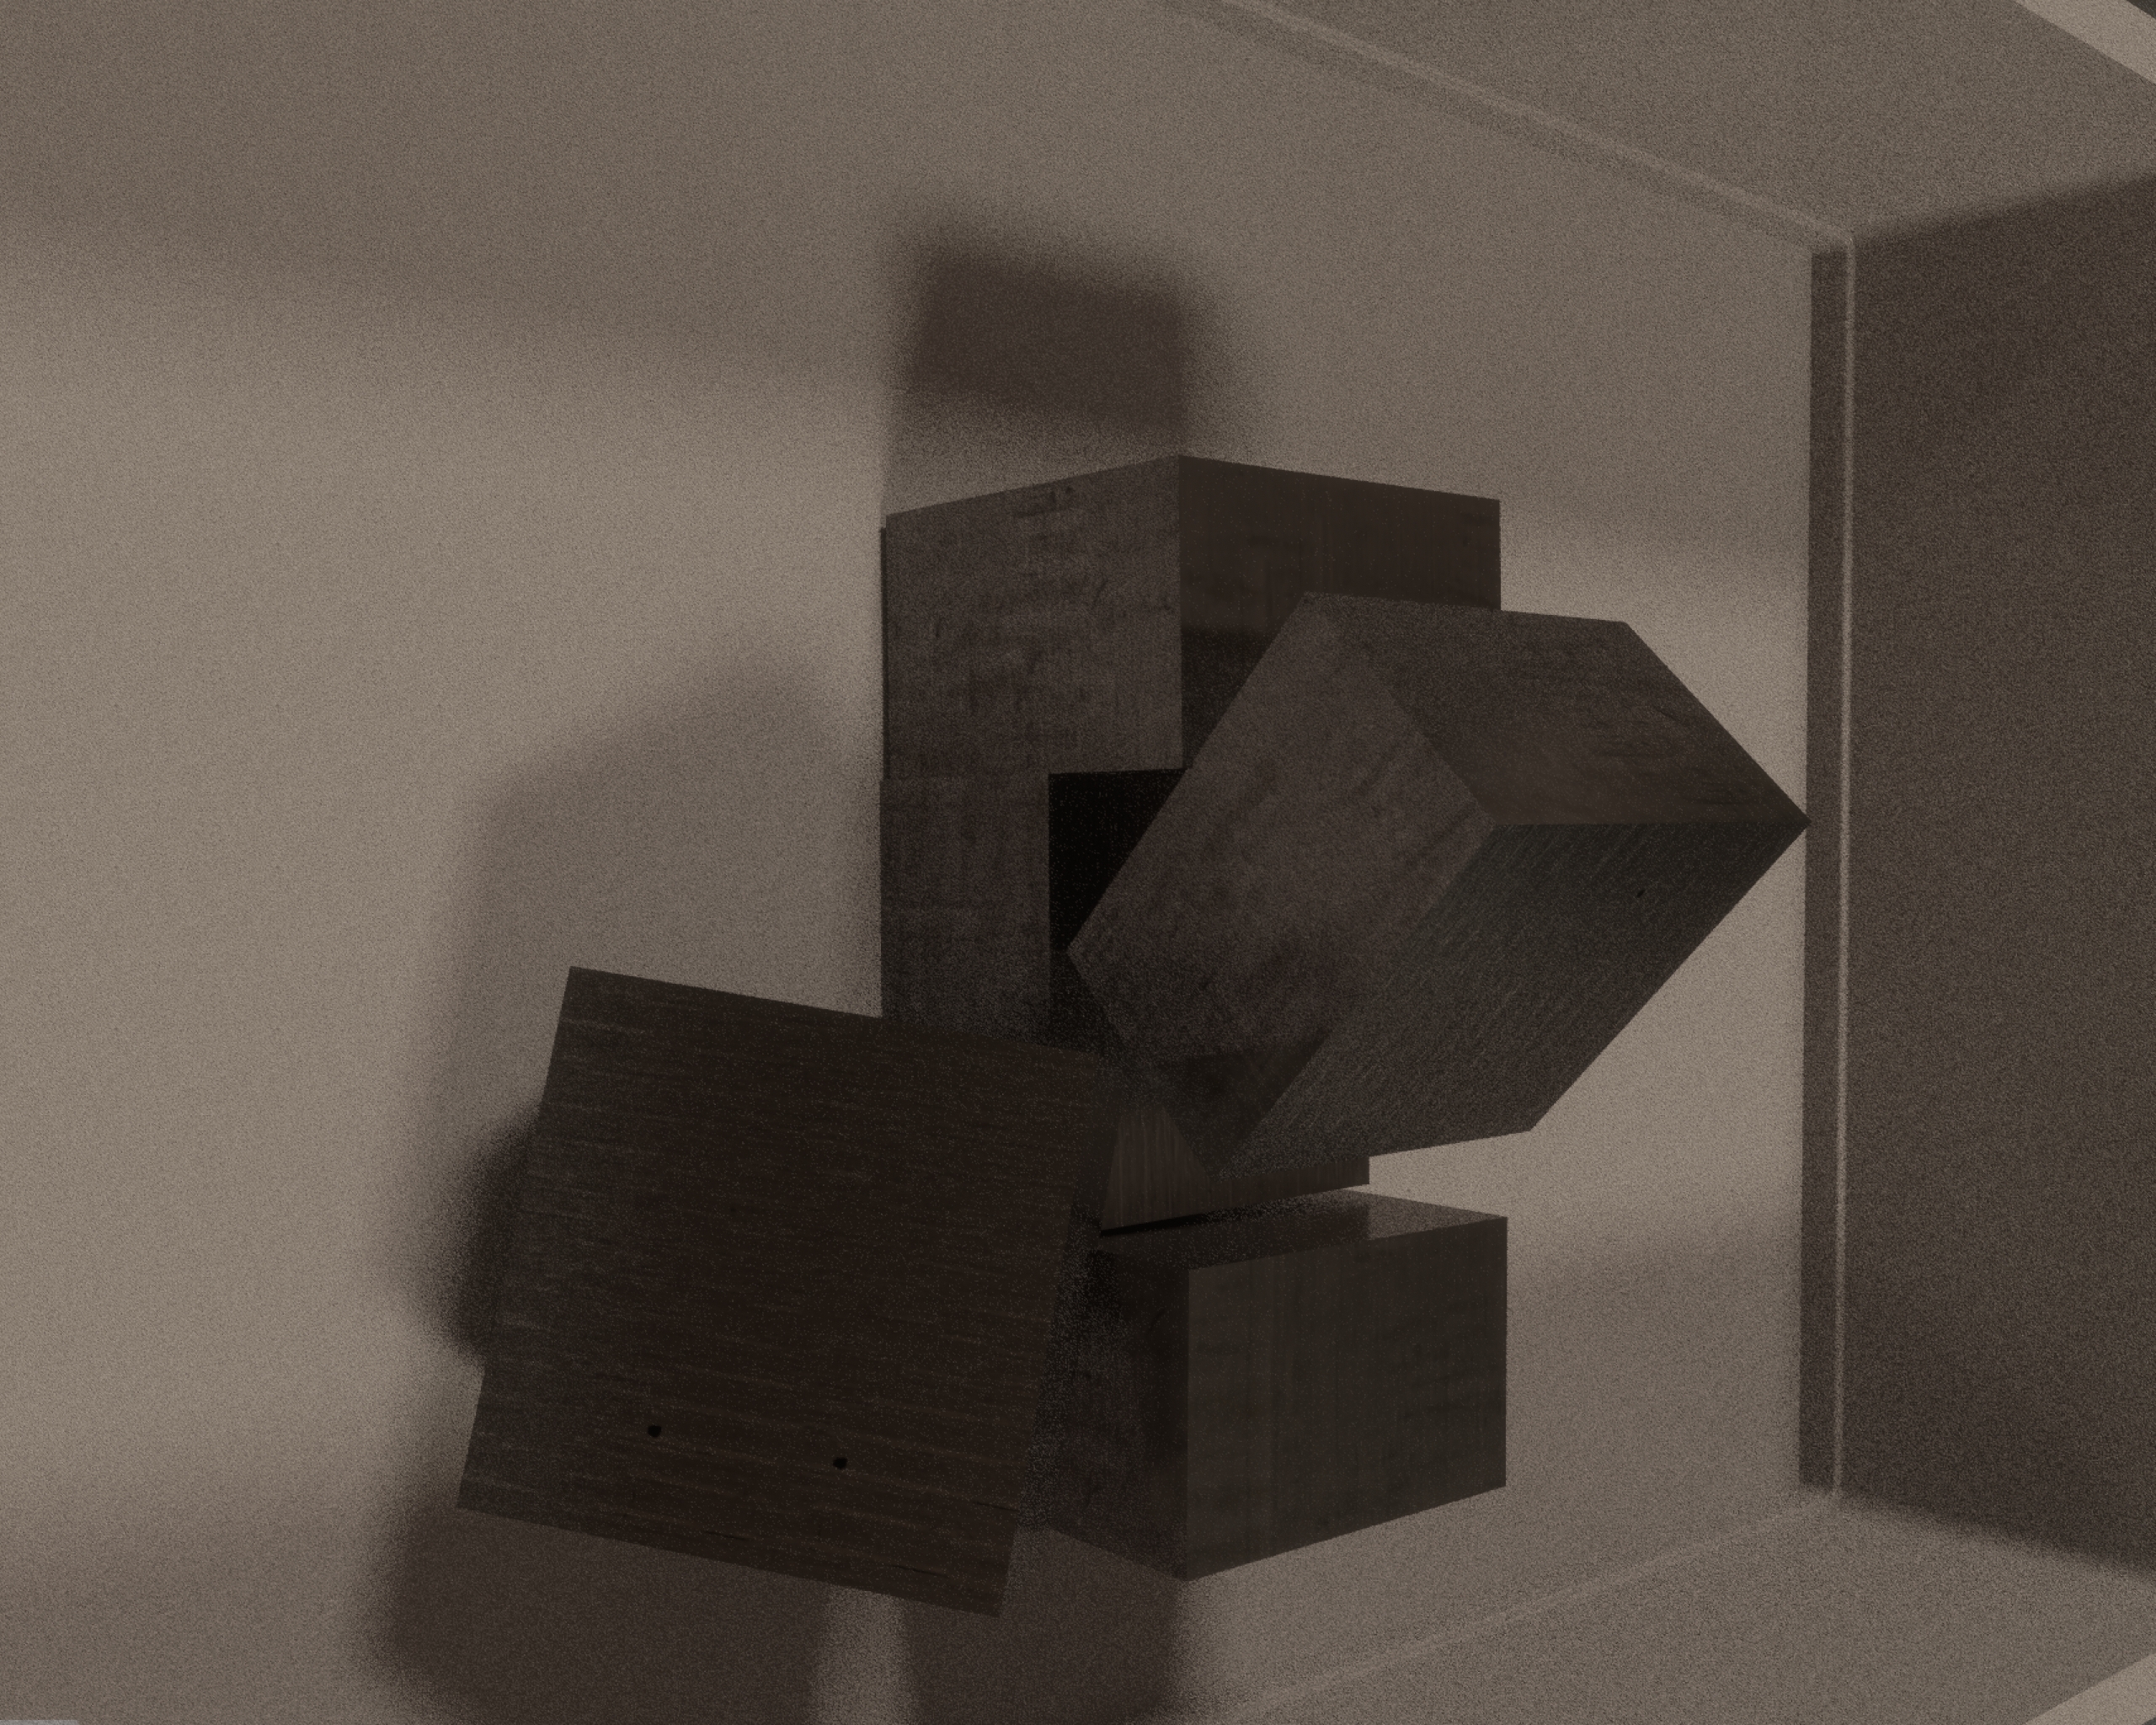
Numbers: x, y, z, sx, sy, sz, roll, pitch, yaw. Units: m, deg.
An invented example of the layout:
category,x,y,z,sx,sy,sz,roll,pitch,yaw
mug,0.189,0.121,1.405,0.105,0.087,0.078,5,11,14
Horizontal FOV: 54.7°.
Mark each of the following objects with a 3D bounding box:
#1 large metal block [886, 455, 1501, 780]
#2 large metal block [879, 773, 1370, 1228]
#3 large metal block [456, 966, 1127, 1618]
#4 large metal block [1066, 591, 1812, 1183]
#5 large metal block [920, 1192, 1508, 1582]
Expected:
category,x,y,z,sx,sy,sz,roll,pitch,yaw
large metal block,0.021,-0.041,0.387,0.081,0.080,0.050,-2,91,-40
large metal block,0.010,0.024,0.401,0.081,0.050,0.079,-1,91,-40
large metal block,-0.041,0.064,0.326,0.050,0.080,0.080,56,44,-79
large metal block,0.058,0.004,0.347,0.081,0.079,0.050,-1,46,-40
large metal block,0.022,0.090,0.389,0.081,0.080,0.050,0,90,-40
